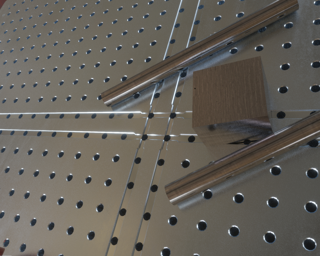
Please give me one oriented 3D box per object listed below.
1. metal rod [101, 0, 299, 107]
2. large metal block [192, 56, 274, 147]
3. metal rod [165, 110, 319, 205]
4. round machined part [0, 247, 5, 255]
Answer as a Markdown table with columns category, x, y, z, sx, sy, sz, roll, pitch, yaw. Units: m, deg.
| category | x | y | z | sx | sy | sz | roll | pitch | yaw |
| --- | --- | --- | --- | --- | --- | --- | --- | --- | --- |
| metal rod | 0.049 | -0.107 | 0.448 | 0.300 | 0.025 | 0.025 | -26 | 53 | 12 |
| large metal block | 0.085 | -0.029 | 0.366 | 0.080 | 0.050 | 0.080 | -10 | 58 | 23 |
| metal rod | 0.142 | 0.008 | 0.328 | 0.300 | 0.025 | 0.025 | -28 | 52 | 10 |
| round machined part | -0.230 | 0.188 | 0.369 | 0.097 | 0.042 | 0.098 | -56 | 18 | 29 |
